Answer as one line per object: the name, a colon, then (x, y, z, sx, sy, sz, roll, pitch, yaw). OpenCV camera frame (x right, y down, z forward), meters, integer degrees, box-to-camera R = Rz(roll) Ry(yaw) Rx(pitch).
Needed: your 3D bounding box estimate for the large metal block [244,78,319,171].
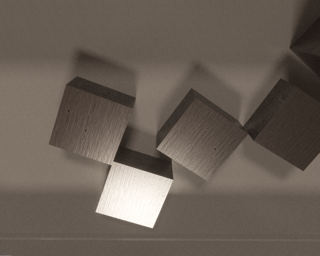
large metal block: (0.170, -0.005, 0.399, 0.080, 0.050, 0.080, 30, 107, -11)

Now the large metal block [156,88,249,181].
large metal block: (0.051, 0.008, 0.402, 0.080, 0.050, 0.080, 33, 106, -12)

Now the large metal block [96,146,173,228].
large metal block: (-0.034, 0.080, 0.427, 0.080, 0.050, 0.079, 18, 109, -7)

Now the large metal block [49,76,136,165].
large metal block: (-0.084, -0.010, 0.393, 0.080, 0.050, 0.079, 20, 109, -8)

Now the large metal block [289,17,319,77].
large metal block: (0.210, -0.081, 0.355, 0.080, 0.080, 0.050, 38, 106, -13)
